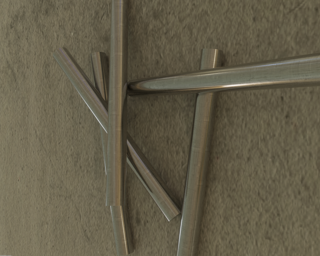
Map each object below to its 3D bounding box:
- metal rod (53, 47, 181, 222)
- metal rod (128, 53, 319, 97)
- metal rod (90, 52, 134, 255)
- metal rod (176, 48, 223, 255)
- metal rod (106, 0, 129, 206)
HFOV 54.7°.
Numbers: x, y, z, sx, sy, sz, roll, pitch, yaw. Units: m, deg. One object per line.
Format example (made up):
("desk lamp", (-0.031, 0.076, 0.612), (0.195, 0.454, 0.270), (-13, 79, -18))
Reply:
("metal rod", (-0.066, -0.003, 0.432), (0.025, 0.025, 0.300), (-48, 69, 29))
("metal rod", (0.054, -0.049, 0.316), (0.300, 0.025, 0.025), (4, 93, 52))
("metal rod", (-0.073, 0.033, 0.462), (0.025, 0.025, 0.298), (-15, 81, 39))
("metal rod", (0.043, 0.059, 0.367), (0.025, 0.025, 0.298), (11, 97, 39))
("metal rod", (-0.056, -0.050, 0.415), (0.025, 0.025, 0.299), (-13, 72, 39))
